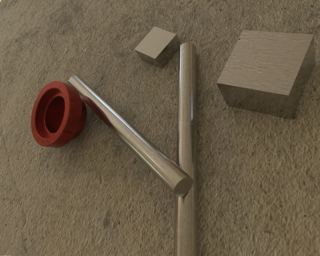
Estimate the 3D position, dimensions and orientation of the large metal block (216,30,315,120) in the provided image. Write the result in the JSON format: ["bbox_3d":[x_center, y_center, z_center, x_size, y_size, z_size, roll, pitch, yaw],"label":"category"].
[{"bbox_3d":[0.125,-0.064,0.361,0.080,0.050,0.080,17,70,34],"label":"large metal block"}]

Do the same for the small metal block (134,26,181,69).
[{"bbox_3d":[-0.003,-0.125,0.481,0.050,0.025,0.050,33,80,38],"label":"small metal block"}]

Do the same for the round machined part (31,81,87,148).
[{"bbox_3d":[-0.148,-0.018,0.466,0.098,0.042,0.098,-9,75,37],"label":"round machined part"}]

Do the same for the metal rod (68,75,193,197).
[{"bbox_3d":[-0.060,-0.008,0.421,0.025,0.025,0.300,-46,46,-4],"label":"metal rod"}]

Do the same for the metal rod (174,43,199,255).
[{"bbox_3d":[0.033,0.014,0.377,0.025,0.025,0.299,-10,57,22],"label":"metal rod"}]
